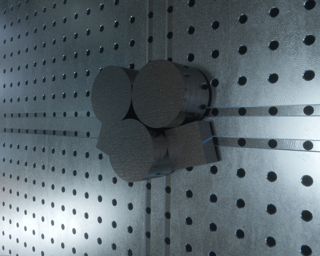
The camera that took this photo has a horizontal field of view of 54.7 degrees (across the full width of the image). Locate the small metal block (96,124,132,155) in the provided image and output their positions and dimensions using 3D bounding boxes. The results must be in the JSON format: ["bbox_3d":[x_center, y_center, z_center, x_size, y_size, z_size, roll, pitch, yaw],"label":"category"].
[{"bbox_3d":[-0.064,0.015,0.457,0.050,0.025,0.050,26,107,37],"label":"small metal block"}]

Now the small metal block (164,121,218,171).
[{"bbox_3d":[0.037,0.022,0.375,0.050,0.025,0.050,-18,79,38],"label":"small metal block"}]

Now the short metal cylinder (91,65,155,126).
[{"bbox_3d":[-0.050,-0.043,0.429,0.080,0.050,0.079,0,90,40],"label":"short metal cylinder"}]

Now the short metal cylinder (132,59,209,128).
[{"bbox_3d":[0.012,-0.040,0.378,0.080,0.050,0.079,0,90,40],"label":"short metal cylinder"}]

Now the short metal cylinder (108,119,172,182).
[{"bbox_3d":[-0.022,0.028,0.406,0.080,0.050,0.079,0,90,40],"label":"short metal cylinder"}]
